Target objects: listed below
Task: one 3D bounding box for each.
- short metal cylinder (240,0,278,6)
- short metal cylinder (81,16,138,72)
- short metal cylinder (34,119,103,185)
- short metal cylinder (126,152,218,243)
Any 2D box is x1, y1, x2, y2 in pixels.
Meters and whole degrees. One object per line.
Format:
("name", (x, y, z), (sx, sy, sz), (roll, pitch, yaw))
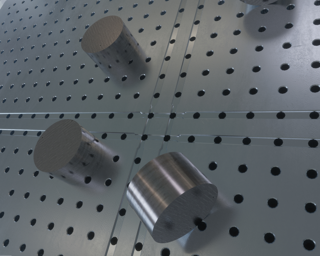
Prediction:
("short metal cylinder", (0.143, -0.221, 0.434), (0.080, 0.080, 0.050), (0, 62, 28))
("short metal cylinder", (-0.085, -0.142, 0.524), (0.080, 0.050, 0.080), (-13, 56, 21))
("short metal cylinder", (-0.129, 0.034, 0.439), (0.080, 0.050, 0.080), (-13, 56, 21))
("short metal cylinder", (0.013, 0.072, 0.322), (0.080, 0.080, 0.050), (-43, 51, -2))
